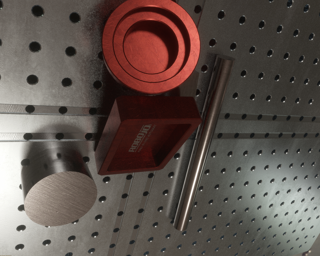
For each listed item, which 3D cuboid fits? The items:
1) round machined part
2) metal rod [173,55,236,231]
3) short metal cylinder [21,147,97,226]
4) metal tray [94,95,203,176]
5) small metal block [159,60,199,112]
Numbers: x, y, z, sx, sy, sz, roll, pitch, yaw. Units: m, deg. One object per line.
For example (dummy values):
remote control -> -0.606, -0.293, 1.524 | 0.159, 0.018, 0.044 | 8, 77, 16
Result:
round machined part -> -0.011, -0.083, 0.325 | 0.099, 0.042, 0.097 | 0, 90, -9
metal rod -> 0.061, 0.039, 0.470 | 0.025, 0.025, 0.298 | -4, 120, -27
short metal cylinder -> -0.122, 0.070, 0.373 | 0.081, 0.050, 0.079 | -14, 125, -21
metal tray -> -0.019, 0.013, 0.364 | 0.091, 0.030, 0.129 | -2, 149, -25
small metal block -> 0.020, -0.051, 0.376 | 0.025, 0.050, 0.050 | -9, 123, -25
